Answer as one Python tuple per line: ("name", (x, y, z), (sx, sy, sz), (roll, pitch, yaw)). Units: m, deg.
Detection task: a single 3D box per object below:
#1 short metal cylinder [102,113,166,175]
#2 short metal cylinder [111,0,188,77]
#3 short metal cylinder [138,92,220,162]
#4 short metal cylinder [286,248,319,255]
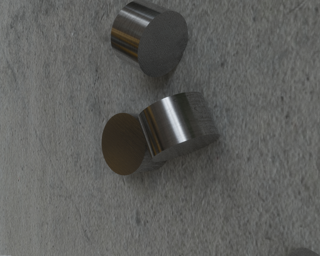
("short metal cylinder", (-0.032, 0.020, 0.413), (0.080, 0.050, 0.079), (0, 90, 39))
("short metal cylinder", (-0.012, -0.109, 0.377), (0.050, 0.081, 0.079), (35, 112, 34))
("short metal cylinder", (0.021, 0.000, 0.351), (0.080, 0.081, 0.050), (-31, 71, 35))
("short metal cylinder", (0.126, 0.153, 0.265), (0.050, 0.081, 0.080), (-51, 61, 28))
